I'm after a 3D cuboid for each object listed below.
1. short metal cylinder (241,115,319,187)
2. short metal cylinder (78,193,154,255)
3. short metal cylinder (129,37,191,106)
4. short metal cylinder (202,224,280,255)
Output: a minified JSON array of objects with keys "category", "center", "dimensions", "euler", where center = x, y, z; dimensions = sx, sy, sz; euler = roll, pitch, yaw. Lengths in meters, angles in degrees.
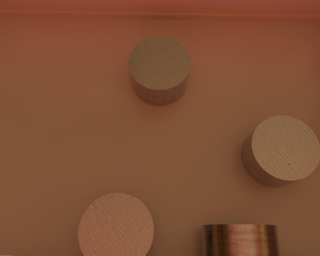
[{"category":"short metal cylinder","center":[0.148,0.030,0.387],"dimensions":[0.081,0.050,0.080],"euler":[0,70,0]},{"category":"short metal cylinder","center":[-0.047,0.118,0.353],"dimensions":[0.081,0.050,0.080],"euler":[0,70,0]},{"category":"short metal cylinder","center":[-0.001,-0.077,0.424],"dimensions":[0.081,0.050,0.080],"euler":[0,70,0]},{"category":"short metal cylinder","center":[0.086,0.131,0.333],"dimensions":[0.081,0.080,0.050],"euler":[1,70,0]}]
